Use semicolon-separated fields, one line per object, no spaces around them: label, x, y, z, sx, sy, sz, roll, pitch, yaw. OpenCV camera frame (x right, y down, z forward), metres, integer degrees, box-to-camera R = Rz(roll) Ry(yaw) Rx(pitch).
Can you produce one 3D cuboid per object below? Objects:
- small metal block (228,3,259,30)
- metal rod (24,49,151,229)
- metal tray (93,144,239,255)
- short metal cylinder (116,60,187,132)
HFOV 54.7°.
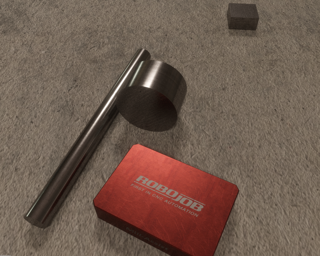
small metal block;0.155;-0.209;0.581;0.050;0.025;0.050;3;50;2
metal rod;-0.078;-0.010;0.410;0.025;0.025;0.301;16;52;12
metal tray;0.007;0.079;0.334;0.130;0.030;0.090;22;53;17
short metal cylinder;-0.010;-0.040;0.401;0.080;0.080;0.050;13;51;10
